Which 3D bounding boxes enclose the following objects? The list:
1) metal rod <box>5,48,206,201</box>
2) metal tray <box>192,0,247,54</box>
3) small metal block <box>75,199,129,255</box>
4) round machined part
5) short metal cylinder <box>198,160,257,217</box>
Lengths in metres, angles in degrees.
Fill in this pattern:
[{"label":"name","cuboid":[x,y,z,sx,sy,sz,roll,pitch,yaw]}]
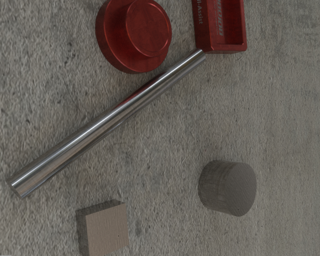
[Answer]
[{"label":"metal rod","cuboid":[-0.040,-0.024,0.372,0.302,0.025,0.025,-40,115,-33]},{"label":"metal tray","cuboid":[0.092,-0.183,0.480,0.091,0.030,0.129,-11,97,-40]},{"label":"small metal block","cuboid":[-0.065,0.114,0.352,0.050,0.025,0.050,-8,95,-40]},{"label":"round machined part","cuboid":[-0.024,-0.117,0.375,0.099,0.042,0.097,0,90,-40]},{"label":"short metal cylinder","cuboid":[0.105,0.091,0.480,0.081,0.050,0.079,0,90,-40]}]
